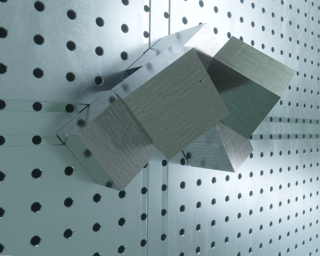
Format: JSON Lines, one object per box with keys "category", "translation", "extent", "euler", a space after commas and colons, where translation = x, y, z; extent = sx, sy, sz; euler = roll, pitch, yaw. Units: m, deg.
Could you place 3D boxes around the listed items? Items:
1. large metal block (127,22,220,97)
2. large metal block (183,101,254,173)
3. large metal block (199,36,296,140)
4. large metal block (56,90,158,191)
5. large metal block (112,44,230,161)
{"category": "large metal block", "translation": [0.020, -0.081, 0.390], "extent": [0.080, 0.080, 0.050], "euler": [-49, 120, -29]}
{"category": "large metal block", "translation": [0.071, 0.011, 0.434], "extent": [0.050, 0.080, 0.080], "euler": [-41, 116, -32]}
{"category": "large metal block", "translation": [0.094, -0.046, 0.362], "extent": [0.080, 0.080, 0.050], "euler": [34, 55, 11]}
{"category": "large metal block", "translation": [-0.052, 0.011, 0.350], "extent": [0.080, 0.050, 0.080], "euler": [-47, 118, -30]}
{"category": "large metal block", "translation": [0.011, -0.028, 0.318], "extent": [0.080, 0.050, 0.080], "euler": [-37, 116, -6]}
